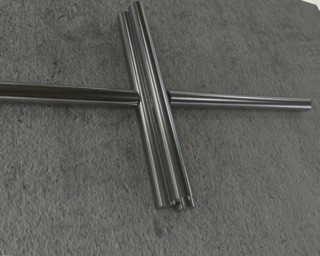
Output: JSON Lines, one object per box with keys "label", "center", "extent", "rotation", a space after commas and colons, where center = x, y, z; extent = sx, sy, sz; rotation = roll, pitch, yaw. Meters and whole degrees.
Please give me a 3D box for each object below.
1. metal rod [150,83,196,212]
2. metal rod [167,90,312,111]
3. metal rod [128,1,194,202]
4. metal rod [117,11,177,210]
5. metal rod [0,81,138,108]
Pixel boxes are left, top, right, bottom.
{"label": "metal rod", "center": [-0.001, -0.035, 0.429], "extent": [0.025, 0.025, 0.299], "rotation": [1, 61, -28]}
{"label": "metal rod", "center": [0.142, -0.043, 0.510], "extent": [0.303, 0.025, 0.025], "rotation": [-1, 62, -29]}
{"label": "metal rod", "center": [-0.005, -0.052, 0.410], "extent": [0.025, 0.025, 0.299], "rotation": [1, 61, -28]}
{"label": "metal rod", "center": [-0.024, -0.041, 0.419], "extent": [0.025, 0.025, 0.299], "rotation": [1, 61, -28]}
{"label": "metal rod", "center": [-0.167, -0.039, 0.339], "extent": [0.303, 0.025, 0.025], "rotation": [0, 62, -28]}
